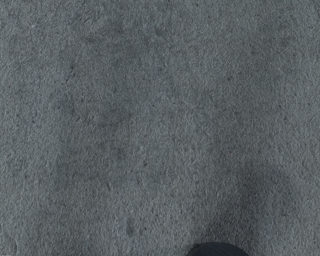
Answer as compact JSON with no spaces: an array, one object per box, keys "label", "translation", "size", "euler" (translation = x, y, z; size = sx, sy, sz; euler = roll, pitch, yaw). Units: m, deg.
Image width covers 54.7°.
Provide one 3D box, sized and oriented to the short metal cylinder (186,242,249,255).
[{"label":"short metal cylinder","translation":[0.063,0.166,0.335],"size":[0.081,0.050,0.080],"euler":[0,70,0]}]
